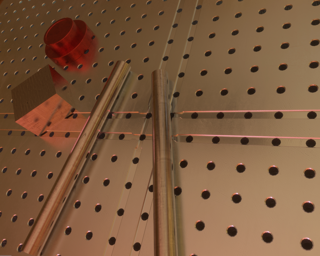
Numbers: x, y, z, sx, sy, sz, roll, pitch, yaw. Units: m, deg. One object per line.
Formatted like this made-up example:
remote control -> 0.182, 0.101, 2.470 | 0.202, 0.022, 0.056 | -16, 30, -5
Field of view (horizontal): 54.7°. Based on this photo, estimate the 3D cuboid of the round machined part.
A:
round machined part -> -0.183, -0.173, 0.597 | 0.098, 0.042, 0.098 | -13, 56, 20

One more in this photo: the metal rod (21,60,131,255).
metal rod -> -0.112, 0.029, 0.446 | 0.025, 0.025, 0.300 | 9, 66, 32

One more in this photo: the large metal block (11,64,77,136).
large metal block -> -0.197, -0.047, 0.522 | 0.080, 0.050, 0.080 | -33, 52, 6

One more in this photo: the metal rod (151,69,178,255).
metal rod -> 0.004, 0.049, 0.374 | 0.025, 0.025, 0.299 | -15, 56, 20
